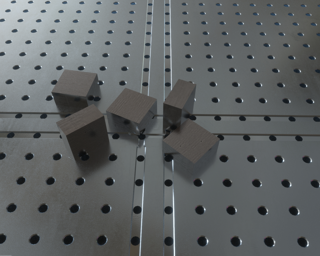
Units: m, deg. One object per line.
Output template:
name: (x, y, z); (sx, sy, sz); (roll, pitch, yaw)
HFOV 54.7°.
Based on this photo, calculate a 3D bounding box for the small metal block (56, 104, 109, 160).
small metal block: (-0.095, 0.005, 0.386); (0.050, 0.050, 0.025); (-31, 57, -24)

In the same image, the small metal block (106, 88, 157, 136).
small metal block: (-0.038, -0.023, 0.427); (0.050, 0.025, 0.050); (21, 53, 16)

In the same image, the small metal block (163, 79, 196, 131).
small metal block: (0.026, -0.029, 0.416); (0.025, 0.050, 0.050); (20, 53, 15)

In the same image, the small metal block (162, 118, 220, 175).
small metal block: (0.038, 0.022, 0.390); (0.050, 0.025, 0.050); (36, 58, 26)

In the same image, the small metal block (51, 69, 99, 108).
small metal block: (-0.122, -0.058, 0.454); (0.050, 0.025, 0.050); (8, 50, 6)
